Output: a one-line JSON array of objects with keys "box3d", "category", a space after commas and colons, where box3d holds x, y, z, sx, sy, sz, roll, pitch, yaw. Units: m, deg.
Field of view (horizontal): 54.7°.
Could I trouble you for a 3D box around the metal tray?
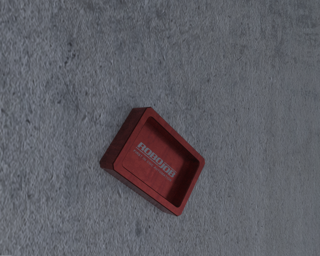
[{"box3d": [-0.003, 0.045, 0.402, 0.130, 0.030, 0.090, 43, 64, -32], "category": "metal tray"}]
